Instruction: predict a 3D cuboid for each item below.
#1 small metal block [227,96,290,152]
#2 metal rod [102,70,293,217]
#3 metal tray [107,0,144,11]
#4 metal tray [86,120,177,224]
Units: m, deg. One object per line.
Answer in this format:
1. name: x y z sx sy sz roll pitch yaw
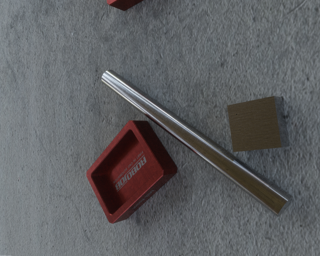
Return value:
1. small metal block: 0.101 -0.003 0.320 0.050 0.025 0.050 -10 83 39
2. metal rod: 0.023 0.000 0.384 0.300 0.025 0.025 37 113 33
3. metal tray: -0.039 -0.244 0.431 0.090 0.030 0.129 -11 83 39
4. metal tray: -0.045 0.062 0.436 0.129 0.030 0.090 -48 62 29
